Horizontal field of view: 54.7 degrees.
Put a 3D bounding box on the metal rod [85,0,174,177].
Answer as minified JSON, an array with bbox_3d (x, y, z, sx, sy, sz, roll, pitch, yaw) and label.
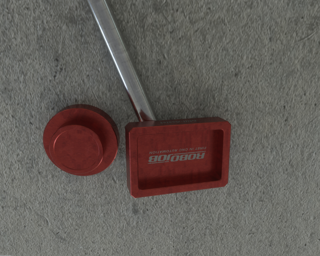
[{"bbox_3d":[-0.038,-0.066,0.385,0.025,0.025,0.299,-20,109,7],"label":"metal rod"}]

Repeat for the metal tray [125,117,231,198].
[{"bbox_3d":[0.024,0.035,0.398,0.131,0.030,0.089,-4,105,-15],"label":"metal tray"}]

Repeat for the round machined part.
[{"bbox_3d":[-0.105,0.021,0.407,0.099,0.042,0.097,0,110,0],"label":"round machined part"}]
